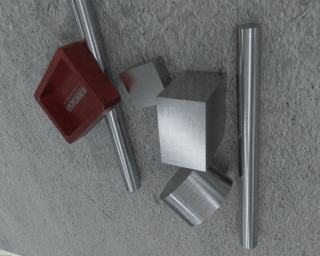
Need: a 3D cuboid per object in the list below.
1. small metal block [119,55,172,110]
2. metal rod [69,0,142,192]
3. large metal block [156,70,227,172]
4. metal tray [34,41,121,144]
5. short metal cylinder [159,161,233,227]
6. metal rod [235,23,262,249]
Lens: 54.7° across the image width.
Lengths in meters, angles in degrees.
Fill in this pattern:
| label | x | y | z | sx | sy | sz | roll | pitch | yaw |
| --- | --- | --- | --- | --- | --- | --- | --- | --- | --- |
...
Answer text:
| label | x | y | z | sx | sy | sz | roll | pitch | yaw |
| --- | --- | --- | --- | --- | --- | --- | --- | --- | --- |
| small metal block | -0.014 | -0.055 | 0.379 | 0.050 | 0.025 | 0.050 | -13 | 112 | 33 |
| metal rod | -0.069 | -0.039 | 0.417 | 0.025 | 0.025 | 0.298 | 2 | 120 | 27 |
| large metal block | 0.038 | -0.012 | 0.343 | 0.050 | 0.080 | 0.079 | 9 | 122 | 23 |
| metal tray | -0.115 | -0.041 | 0.413 | 0.090 | 0.030 | 0.129 | 54 | 139 | -2 |
| short metal cylinder | 0.045 | 0.077 | 0.394 | 0.050 | 0.080 | 0.080 | 43 | 129 | -2 |
| metal rod | 0.106 | 0.031 | 0.369 | 0.025 | 0.025 | 0.298 | 5 | 121 | 25 |
